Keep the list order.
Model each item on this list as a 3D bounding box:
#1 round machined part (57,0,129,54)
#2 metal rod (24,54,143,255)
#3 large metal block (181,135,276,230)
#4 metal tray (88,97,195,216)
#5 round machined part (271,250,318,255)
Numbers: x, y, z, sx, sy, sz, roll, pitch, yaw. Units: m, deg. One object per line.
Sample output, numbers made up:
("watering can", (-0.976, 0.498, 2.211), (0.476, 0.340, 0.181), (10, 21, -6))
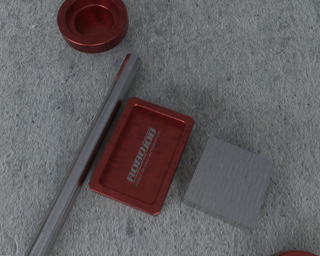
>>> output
("round machined part", (-0.095, -0.150, 0.453), (0.099, 0.042, 0.098), (0, 70, 0))
("metal rod", (-0.092, 0.032, 0.395), (0.025, 0.025, 0.300), (21, 71, 7))
("large metal block", (0.079, 0.066, 0.371), (0.080, 0.050, 0.080), (23, 72, 8))
("metal tray", (-0.020, 0.034, 0.392), (0.090, 0.030, 0.130), (20, 71, 7))
("round machined part", (0.147, 0.184, 0.333), (0.099, 0.042, 0.098), (0, 70, 0))
